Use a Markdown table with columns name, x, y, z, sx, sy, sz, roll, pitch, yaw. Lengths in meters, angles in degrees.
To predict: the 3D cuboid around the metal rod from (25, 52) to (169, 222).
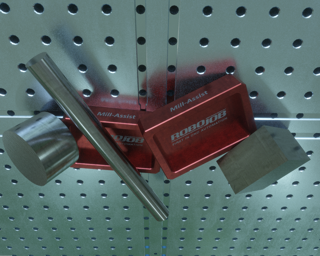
| name | x | y | z | sx | sy | sz | roll | pitch | yaw |
| --- | --- | --- | --- | --- | --- | --- | --- | --- | --- |
| metal rod | -0.061 | 0.033 | 0.400 | 0.025 | 0.025 | 0.299 | -20 | 128 | 16 |

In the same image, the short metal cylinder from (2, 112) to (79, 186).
| name | x | y | z | sx | sy | sz | roll | pitch | yaw |
| --- | --- | --- | --- | --- | --- | --- | --- | --- | --- |
| short metal cylinder | -0.150 | 0.026 | 0.392 | 0.080 | 0.050 | 0.079 | 22 | 131 | 27 |

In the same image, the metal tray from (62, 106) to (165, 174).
| name | x | y | z | sx | sy | sz | roll | pitch | yaw |
| --- | --- | --- | --- | --- | --- | --- | --- | --- | --- |
| metal tray | -0.061 | 0.018 | 0.422 | 0.131 | 0.030 | 0.089 | 5 | 130 | -5 |

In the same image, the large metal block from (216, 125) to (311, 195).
| name | x | y | z | sx | sy | sz | roll | pitch | yaw |
| --- | --- | --- | --- | --- | --- | --- | --- | --- | --- |
| large metal block | 0.137 | 0.043 | 0.410 | 0.081 | 0.050 | 0.080 | 6 | 139 | -48 |

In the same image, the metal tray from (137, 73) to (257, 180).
| name | x | y | z | sx | sy | sz | roll | pitch | yaw |
| --- | --- | --- | --- | --- | --- | --- | --- | --- | --- |
| metal tray | 0.050 | 0.001 | 0.385 | 0.130 | 0.030 | 0.090 | -27 | 127 | 0 |
